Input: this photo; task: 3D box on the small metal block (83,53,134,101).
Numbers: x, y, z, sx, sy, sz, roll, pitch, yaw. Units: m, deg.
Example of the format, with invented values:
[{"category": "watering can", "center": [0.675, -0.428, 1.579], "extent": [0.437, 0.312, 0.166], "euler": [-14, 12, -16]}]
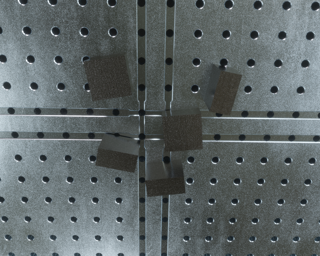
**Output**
[{"category": "small metal block", "center": [-0.063, -0.064, 0.389], "extent": [0.050, 0.025, 0.050], "euler": [-8, 110, 2]}]

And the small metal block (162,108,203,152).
[{"category": "small metal block", "center": [0.030, 0.003, 0.415], "extent": [0.050, 0.025, 0.050], "euler": [-5, 110, 1]}]

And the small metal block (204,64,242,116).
[{"category": "small metal block", "center": [0.076, -0.049, 0.383], "extent": [0.025, 0.050, 0.050], "euler": [11, 110, -5]}]

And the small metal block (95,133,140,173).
[{"category": "small metal block", "center": [-0.054, 0.032, 0.411], "extent": [0.050, 0.050, 0.025], "euler": [11, 110, -5]}]

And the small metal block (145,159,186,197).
[{"category": "small metal block", "center": [0.007, 0.068, 0.425], "extent": [0.050, 0.050, 0.025], "euler": [-6, 110, 2]}]
